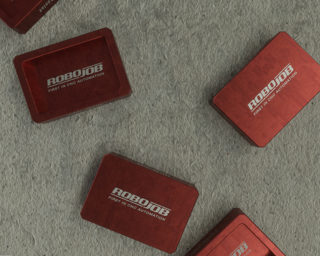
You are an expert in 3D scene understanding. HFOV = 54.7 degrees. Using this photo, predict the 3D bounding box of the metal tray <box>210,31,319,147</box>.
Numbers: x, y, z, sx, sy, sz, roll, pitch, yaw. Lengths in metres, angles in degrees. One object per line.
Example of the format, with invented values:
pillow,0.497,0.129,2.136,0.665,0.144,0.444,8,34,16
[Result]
metal tray,0.143,-0.049,0.408,0.090,0.030,0.130,45,90,0

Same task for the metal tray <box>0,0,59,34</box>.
metal tray,-0.173,-0.201,0.405,0.090,0.030,0.130,45,90,0

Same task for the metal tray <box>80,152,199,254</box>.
metal tray,-0.026,0.096,0.407,0.131,0.030,0.090,22,90,0

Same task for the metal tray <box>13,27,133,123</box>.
metal tray,-0.112,-0.067,0.406,0.131,0.030,0.090,-18,90,0

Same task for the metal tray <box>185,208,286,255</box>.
metal tray,0.089,0.183,0.408,0.130,0.030,0.090,-44,90,0
